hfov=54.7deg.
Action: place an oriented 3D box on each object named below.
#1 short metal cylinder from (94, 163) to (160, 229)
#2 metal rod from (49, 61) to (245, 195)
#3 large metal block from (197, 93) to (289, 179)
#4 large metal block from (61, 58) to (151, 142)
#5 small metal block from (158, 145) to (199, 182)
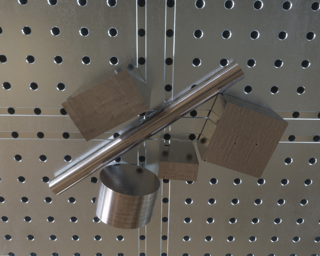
[{"bbox_3d":[-0.044,0.089,0.416,0.081,0.080,0.050,11,110,-5],"label":"short metal cylinder"},{"bbox_3d":[-0.025,0.005,0.414,0.300,0.025,0.025,-32,107,11],"label":"metal rod"},{"bbox_3d":[0.103,0.009,0.402,0.080,0.050,0.079,18,109,-7],"label":"large metal block"},{"bbox_3d":[-0.059,-0.037,0.370,0.080,0.080,0.050,-27,108,9],"label":"large metal block"},{"bbox_3d":[0.023,0.047,0.418,0.050,0.050,0.025,5,110,-2],"label":"small metal block"}]
